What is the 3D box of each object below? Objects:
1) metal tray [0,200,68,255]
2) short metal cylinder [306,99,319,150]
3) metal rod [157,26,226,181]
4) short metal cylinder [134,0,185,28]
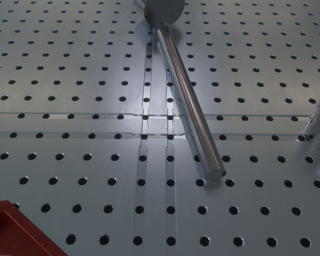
[{"bbox_3d":[-0.138,0.139,0.286,0.130,0.030,0.090,31,56,23],"label":"metal tray"},{"bbox_3d":[0.238,-0.006,0.398,0.080,0.050,0.080,0,50,0],"label":"short metal cylinder"},{"bbox_3d":[0.036,-0.058,0.455,0.025,0.025,0.300,-9,51,-7],"label":"metal rod"},{"bbox_3d":[-0.002,-0.232,0.566,0.081,0.080,0.050,-20,53,-16],"label":"short metal cylinder"}]
